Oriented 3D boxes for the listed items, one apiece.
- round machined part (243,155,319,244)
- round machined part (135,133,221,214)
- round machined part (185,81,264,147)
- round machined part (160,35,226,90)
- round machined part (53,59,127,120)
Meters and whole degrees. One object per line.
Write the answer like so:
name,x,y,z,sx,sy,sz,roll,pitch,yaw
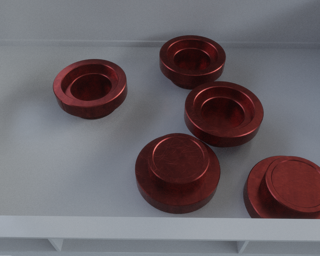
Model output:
round machined part,0.145,0.070,0.336,0.099,0.042,0.098,0,50,0
round machined part,0.021,0.044,0.357,0.099,0.042,0.098,0,50,0
round machined part,0.081,-0.013,0.406,0.099,0.042,0.098,0,50,0
round machined part,0.049,-0.097,0.476,0.099,0.042,0.098,0,50,0
round machined part,-0.095,-0.050,0.435,0.099,0.042,0.098,0,50,0
